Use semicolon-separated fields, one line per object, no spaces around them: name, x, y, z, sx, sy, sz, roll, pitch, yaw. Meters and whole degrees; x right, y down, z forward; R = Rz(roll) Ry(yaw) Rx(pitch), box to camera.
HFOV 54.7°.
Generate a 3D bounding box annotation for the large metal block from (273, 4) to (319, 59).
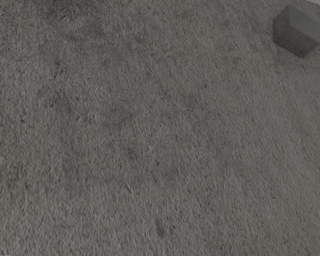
large metal block;0.295;-0.210;0.675;0.080;0.050;0.080;25;53;-13
